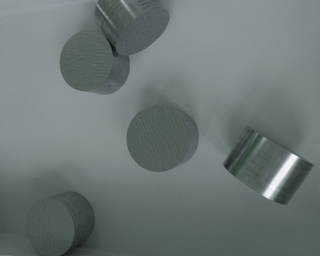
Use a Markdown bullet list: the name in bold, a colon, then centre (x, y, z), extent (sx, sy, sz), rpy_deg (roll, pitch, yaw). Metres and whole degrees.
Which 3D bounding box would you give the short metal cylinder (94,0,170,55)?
- **short metal cylinder**: centre (-0.035, -0.138, 0.393), extent (0.080, 0.080, 0.050), rpy_deg (-39, 78, 16)

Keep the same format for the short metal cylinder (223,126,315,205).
- **short metal cylinder**: centre (0.117, 0.039, 0.340), extent (0.080, 0.080, 0.050), rpy_deg (33, 101, 16)

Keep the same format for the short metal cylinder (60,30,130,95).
- **short metal cylinder**: centre (-0.089, -0.088, 0.427), extent (0.080, 0.050, 0.079), rpy_deg (0, 90, 19)

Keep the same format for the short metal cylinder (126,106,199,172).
- **short metal cylinder**: centre (0.005, 0.013, 0.395), extent (0.080, 0.050, 0.079), rpy_deg (0, 90, 19)

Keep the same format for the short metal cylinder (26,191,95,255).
- **short metal cylinder**: centre (-0.143, 0.136, 0.446), extent (0.080, 0.050, 0.079), rpy_deg (0, 90, 19)
